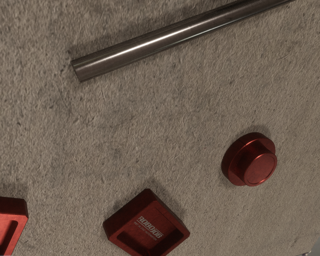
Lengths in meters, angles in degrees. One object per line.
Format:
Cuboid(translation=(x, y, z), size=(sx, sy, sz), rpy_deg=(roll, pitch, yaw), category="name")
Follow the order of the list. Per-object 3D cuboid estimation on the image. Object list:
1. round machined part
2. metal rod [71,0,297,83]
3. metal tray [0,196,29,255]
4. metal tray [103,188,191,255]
Cuboid(translation=(0.156, 0.059, 0.521), size=(0.099, 0.042, 0.097), rpy_deg=(-14, 125, -21), category="round machined part")
Cuboid(translation=(0.046, -0.119, 0.359), size=(0.302, 0.025, 0.025), rpy_deg=(-24, 128, -14), category="metal rod")
Cuboid(translation=(-0.231, 0.118, 0.350), size=(0.131, 0.030, 0.089), rpy_deg=(17, 109, -36), category="metal tray")
Cuboid(translation=(-0.017, 0.163, 0.496), size=(0.090, 0.030, 0.130), rpy_deg=(-39, 130, -2), category="metal tray")
